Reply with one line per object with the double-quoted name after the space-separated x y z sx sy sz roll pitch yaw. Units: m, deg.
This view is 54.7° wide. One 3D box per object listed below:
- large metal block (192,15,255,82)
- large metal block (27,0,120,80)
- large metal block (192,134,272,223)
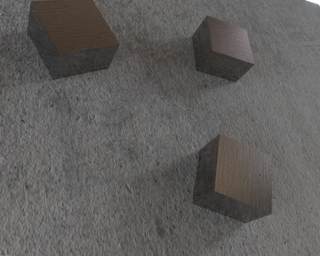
0.105 -0.133 0.525 0.081 0.050 0.080 12 57 -22 "large metal block"
-0.112 -0.116 0.398 0.081 0.050 0.080 -21 73 -36 "large metal block"
0.094 0.066 0.398 0.080 0.050 0.080 24 53 -14 "large metal block"
